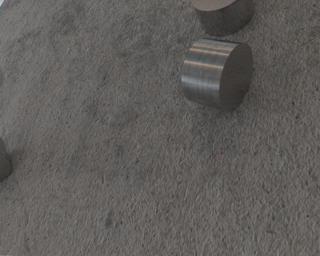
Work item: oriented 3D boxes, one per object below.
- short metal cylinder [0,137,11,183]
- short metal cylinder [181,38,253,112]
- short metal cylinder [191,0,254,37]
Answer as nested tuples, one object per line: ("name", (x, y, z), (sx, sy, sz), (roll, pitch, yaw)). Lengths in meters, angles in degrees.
("short metal cylinder", (-0.283, 0.052, 0.486), (0.080, 0.080, 0.050), (-38, 51, 3))
("short metal cylinder", (0.070, -0.064, 0.371), (0.050, 0.080, 0.080), (20, 73, 35))
("short metal cylinder", (0.092, -0.181, 0.451), (0.080, 0.050, 0.080), (-13, 56, 21))
